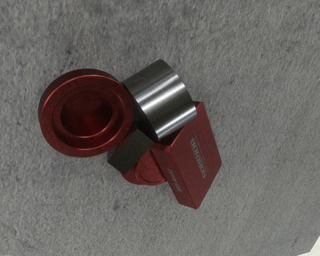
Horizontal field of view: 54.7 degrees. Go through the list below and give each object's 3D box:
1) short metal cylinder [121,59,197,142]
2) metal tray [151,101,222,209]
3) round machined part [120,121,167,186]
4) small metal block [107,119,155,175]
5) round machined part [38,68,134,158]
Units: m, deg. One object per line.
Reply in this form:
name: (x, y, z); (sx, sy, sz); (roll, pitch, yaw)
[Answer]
short metal cylinder: (-0.002, -0.031, 0.355); (0.050, 0.080, 0.080); (-33, 129, -7)
metal tray: (0.042, 0.038, 0.424); (0.090, 0.030, 0.130); (-54, 137, -32)
round machined part: (-0.009, 0.038, 0.418); (0.099, 0.042, 0.097); (-14, 125, -21)
small metal block: (-0.035, 0.021, 0.364); (0.025, 0.050, 0.050); (41, 95, -15)
round machined part: (-0.082, -0.019, 0.341); (0.099, 0.042, 0.097); (-14, 125, -21)
